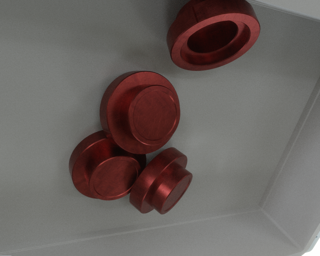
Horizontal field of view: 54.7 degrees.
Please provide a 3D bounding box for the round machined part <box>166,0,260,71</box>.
[{"bbox_3d":[0.055,-0.108,0.340,0.099,0.042,0.098,-12,159,-4],"label":"round machined part"}]

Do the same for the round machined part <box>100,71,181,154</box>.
[{"bbox_3d":[-0.016,-0.017,0.359,0.099,0.042,0.097,-7,102,-33],"label":"round machined part"}]

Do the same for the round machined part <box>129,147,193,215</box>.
[{"bbox_3d":[0.008,0.078,0.423,0.098,0.042,0.098,-43,155,-26],"label":"round machined part"}]

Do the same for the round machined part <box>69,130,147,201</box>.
[{"bbox_3d":[-0.062,0.053,0.397,0.099,0.042,0.097,-14,124,-21],"label":"round machined part"}]

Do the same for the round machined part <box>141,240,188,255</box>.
[{"bbox_3d":[0.009,0.255,0.563,0.099,0.042,0.097,-14,124,-21],"label":"round machined part"}]
